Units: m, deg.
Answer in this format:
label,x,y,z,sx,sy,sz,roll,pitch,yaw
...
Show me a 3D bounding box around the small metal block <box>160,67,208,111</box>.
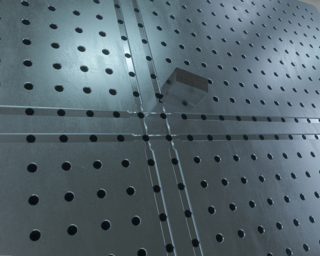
label,x,y,z,sx,sy,sz,roll,pitch,yaw
small metal block,0.034,-0.055,0.446,0.050,0.050,0.025,17,55,-19
